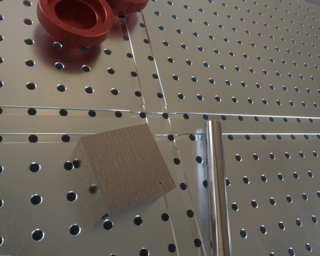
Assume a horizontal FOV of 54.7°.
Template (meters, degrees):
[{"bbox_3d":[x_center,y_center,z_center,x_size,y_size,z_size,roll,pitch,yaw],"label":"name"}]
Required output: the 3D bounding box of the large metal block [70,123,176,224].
[{"bbox_3d":[-0.042,0.048,0.340,0.081,0.050,0.080,-13,68,-33],"label":"large metal block"}]

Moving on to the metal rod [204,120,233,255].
[{"bbox_3d":[0.072,0.122,0.371,0.025,0.025,0.300,16,55,-20],"label":"metal rod"}]

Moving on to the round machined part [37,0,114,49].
[{"bbox_3d":[-0.117,-0.149,0.425,0.099,0.042,0.098,14,56,-21],"label":"round machined part"}]

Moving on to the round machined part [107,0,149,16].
[{"bbox_3d":[-0.066,-0.221,0.496,0.099,0.042,0.098,14,56,-21],"label":"round machined part"}]
